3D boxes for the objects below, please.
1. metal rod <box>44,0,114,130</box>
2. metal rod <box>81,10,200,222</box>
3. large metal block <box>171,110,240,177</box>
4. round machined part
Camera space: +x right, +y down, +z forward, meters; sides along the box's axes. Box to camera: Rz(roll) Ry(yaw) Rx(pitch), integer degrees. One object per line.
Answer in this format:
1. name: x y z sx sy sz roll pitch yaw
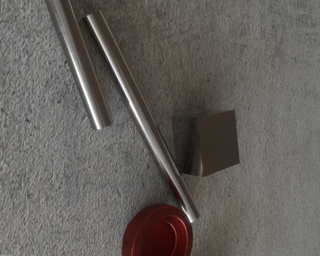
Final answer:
1. metal rod: -0.108 -0.140 0.314 0.025 0.025 0.298 -28 108 -37
2. metal rod: -0.015 0.001 0.393 0.025 0.025 0.299 -40 115 -33
3. large metal block: 0.067 0.019 0.447 0.081 0.050 0.079 -12 98 -40
4. round machined part: -0.008 0.144 0.390 0.099 0.042 0.097 0 90 -40
